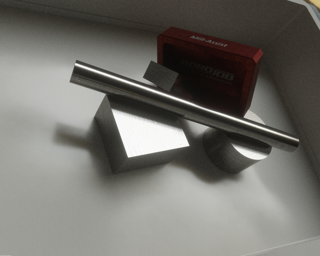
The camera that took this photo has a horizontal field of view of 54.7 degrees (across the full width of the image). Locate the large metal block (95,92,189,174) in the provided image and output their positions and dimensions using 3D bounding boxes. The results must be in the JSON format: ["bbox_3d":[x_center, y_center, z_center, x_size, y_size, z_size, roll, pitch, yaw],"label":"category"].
[{"bbox_3d":[-0.024,0.003,0.375,0.081,0.050,0.080,-8,66,-32],"label":"large metal block"}]

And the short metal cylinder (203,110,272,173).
[{"bbox_3d":[0.109,0.018,0.438,0.081,0.050,0.080,14,56,-21],"label":"short metal cylinder"}]

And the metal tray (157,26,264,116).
[{"bbox_3d":[0.059,-0.073,0.409,0.130,0.089,0.030,22,46,22],"label":"metal tray"}]

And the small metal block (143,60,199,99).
[{"bbox_3d":[0.015,-0.062,0.408,0.050,0.025,0.050,34,11,36],"label":"small metal block"}]

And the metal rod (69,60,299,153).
[{"bbox_3d":[0.045,-0.019,0.376,0.302,0.025,0.025,17,55,-19],"label":"metal rod"}]
